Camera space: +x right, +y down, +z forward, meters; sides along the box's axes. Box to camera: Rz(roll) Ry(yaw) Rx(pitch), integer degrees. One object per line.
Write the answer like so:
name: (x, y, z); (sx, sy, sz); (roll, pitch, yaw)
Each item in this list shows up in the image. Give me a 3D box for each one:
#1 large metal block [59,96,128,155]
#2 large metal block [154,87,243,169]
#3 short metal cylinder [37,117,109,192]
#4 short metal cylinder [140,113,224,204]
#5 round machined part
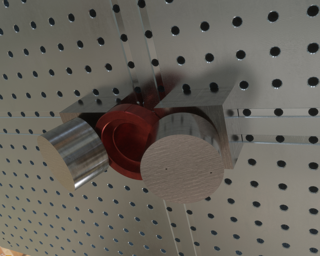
large metal block: (-0.083, 0.003, 0.441); (0.080, 0.050, 0.080); (1, 119, 28)
large metal block: (0.048, 0.000, 0.369); (0.080, 0.050, 0.080); (-1, 118, 28)
short metal cylinder: (-0.110, 0.033, 0.392); (0.080, 0.050, 0.079); (32, 140, 33)
short metal cylinder: (0.023, 0.030, 0.320); (0.080, 0.050, 0.079); (2, 116, 5)
round machined part: (-0.028, 0.013, 0.385); (0.098, 0.042, 0.097); (13, 124, 21)
